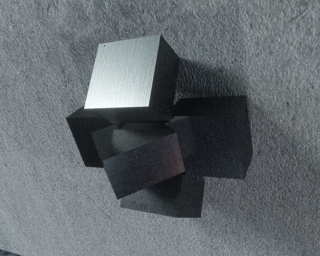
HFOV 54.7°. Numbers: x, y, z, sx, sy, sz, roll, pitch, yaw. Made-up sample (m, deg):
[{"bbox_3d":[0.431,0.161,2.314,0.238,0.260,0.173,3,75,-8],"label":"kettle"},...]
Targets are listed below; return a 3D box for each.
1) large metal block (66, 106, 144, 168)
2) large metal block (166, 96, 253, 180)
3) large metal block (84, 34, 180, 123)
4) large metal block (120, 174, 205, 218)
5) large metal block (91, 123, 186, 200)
[{"bbox_3d":[-0.072,0.009,0.434,0.080,0.050,0.080,0,118,28],"label":"large metal block"},{"bbox_3d":[0.059,0.010,0.363,0.080,0.050,0.080,0,119,28],"label":"large metal block"},{"bbox_3d":[-0.029,-0.051,0.348,0.080,0.080,0.050,0,162,28],"label":"large metal block"},{"bbox_3d":[0.006,0.088,0.415,0.080,0.080,0.050,2,76,28],"label":"large metal block"},{"bbox_3d":[-0.028,0.027,0.360,0.080,0.081,0.050,-137,29,-61],"label":"large metal block"}]
